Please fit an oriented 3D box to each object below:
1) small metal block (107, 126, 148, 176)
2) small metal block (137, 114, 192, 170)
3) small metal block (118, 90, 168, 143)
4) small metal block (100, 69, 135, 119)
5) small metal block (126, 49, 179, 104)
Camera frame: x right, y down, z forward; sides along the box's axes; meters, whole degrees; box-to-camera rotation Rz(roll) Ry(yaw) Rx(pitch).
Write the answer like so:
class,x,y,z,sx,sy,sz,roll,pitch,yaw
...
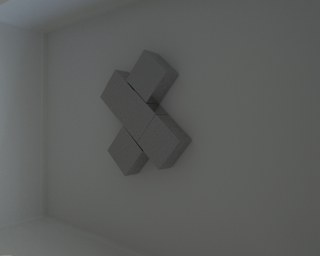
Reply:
class,x,y,z,sx,sy,sz,roll,pitch,yaw
small metal block,-0.042,0.032,0.439,0.050,0.025,0.050,50,120,28
small metal block,0.004,0.018,0.400,0.050,0.025,0.050,49,119,29
small metal block,-0.025,-0.016,0.424,0.050,0.025,0.050,49,119,29
small metal block,-0.054,-0.048,0.449,0.050,0.025,0.050,49,119,29
small metal block,-0.011,-0.068,0.413,0.050,0.025,0.050,49,118,28
